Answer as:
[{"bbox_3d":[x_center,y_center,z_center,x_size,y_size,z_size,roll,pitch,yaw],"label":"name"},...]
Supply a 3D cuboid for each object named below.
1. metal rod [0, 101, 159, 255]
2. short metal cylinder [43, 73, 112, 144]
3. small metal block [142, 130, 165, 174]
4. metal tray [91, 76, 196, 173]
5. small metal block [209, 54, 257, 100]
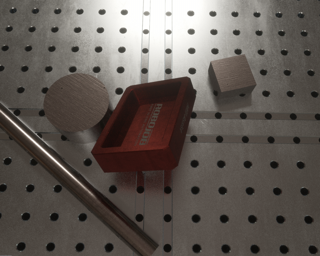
[{"bbox_3d":[-0.124,0.054,0.390,0.300,0.025,0.025,39,74,12],"label":"metal rod"},{"bbox_3d":[-0.103,-0.024,0.406,0.081,0.050,0.080,0,70,-1],"label":"short metal cylinder"},{"bbox_3d":[-0.008,0.029,0.388,0.050,0.050,0.025,-32,73,-11],"label":"small metal block"},{"bbox_3d":[-0.014,-0.008,0.364,0.090,0.030,0.130,-6,39,23],"label":"metal tray"},{"bbox_3d":[0.101,-0.072,0.439,0.050,0.025,0.050,-13,71,-5],"label":"small metal block"}]
